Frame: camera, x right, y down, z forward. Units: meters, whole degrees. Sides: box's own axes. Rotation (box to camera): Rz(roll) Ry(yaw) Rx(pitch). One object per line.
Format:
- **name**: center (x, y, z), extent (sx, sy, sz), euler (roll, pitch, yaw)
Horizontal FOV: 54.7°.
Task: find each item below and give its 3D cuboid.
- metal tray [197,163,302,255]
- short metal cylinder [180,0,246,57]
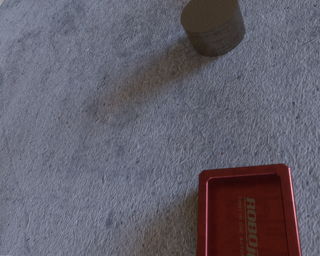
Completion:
- **metal tray**: center (0.083, 0.102, 0.294), extent (0.090, 0.030, 0.130), euler (-8, 58, 23)
- **short metal cylinder**: center (0.076, -0.149, 0.439), extent (0.080, 0.050, 0.080), euler (-13, 56, 21)
